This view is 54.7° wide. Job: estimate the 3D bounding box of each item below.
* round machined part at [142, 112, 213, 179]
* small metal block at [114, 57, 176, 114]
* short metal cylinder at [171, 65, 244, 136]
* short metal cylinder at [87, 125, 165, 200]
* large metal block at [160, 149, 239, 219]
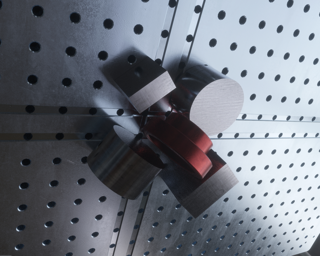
[{"bbox_3d":[0.027,0.017,0.392,0.042,0.098,0.098,-50,130,-9],"label":"round machined part"},{"bbox_3d":[-0.018,-0.050,0.355,0.050,0.050,0.025,-36,130,-5],"label":"small metal block"},{"bbox_3d":[0.062,-0.036,0.408,0.081,0.050,0.079,-14,125,-21],"label":"short metal cylinder"},{"bbox_3d":[-0.041,0.041,0.379,0.050,0.080,0.080,-50,129,6],"label":"short metal cylinder"},{"bbox_3d":[0.051,0.067,0.448,0.080,0.080,0.050,-40,130,-2],"label":"large metal block"}]
